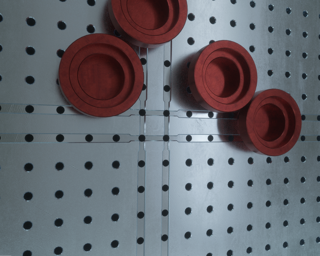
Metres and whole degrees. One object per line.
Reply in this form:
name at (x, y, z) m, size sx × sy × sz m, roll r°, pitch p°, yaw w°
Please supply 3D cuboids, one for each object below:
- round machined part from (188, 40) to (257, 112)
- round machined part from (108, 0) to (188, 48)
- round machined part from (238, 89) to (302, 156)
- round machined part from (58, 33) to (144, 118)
round machined part at (0.084, -0.070, 0.436) m, size 0.099 × 0.042 × 0.097 m, roll 0°, pitch 90°, yaw -20°
round machined part at (-0.018, -0.151, 0.398) m, size 0.099 × 0.042 × 0.097 m, roll 0°, pitch 90°, yaw -21°
round machined part at (0.158, -0.008, 0.464) m, size 0.099 × 0.042 × 0.097 m, roll 0°, pitch 90°, yaw -21°
round machined part at (-0.072, -0.061, 0.377) m, size 0.099 × 0.042 × 0.097 m, roll 0°, pitch 90°, yaw -21°
